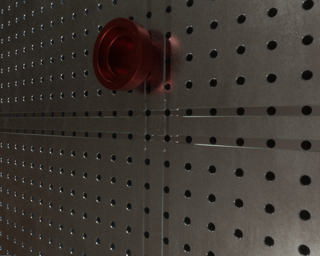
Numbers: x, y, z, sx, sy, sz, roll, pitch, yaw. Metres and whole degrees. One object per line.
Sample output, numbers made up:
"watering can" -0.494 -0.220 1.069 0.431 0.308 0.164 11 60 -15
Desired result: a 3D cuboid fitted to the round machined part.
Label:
"round machined part" -0.047 -0.100 0.435 0.098 0.042 0.097 0 90 39
